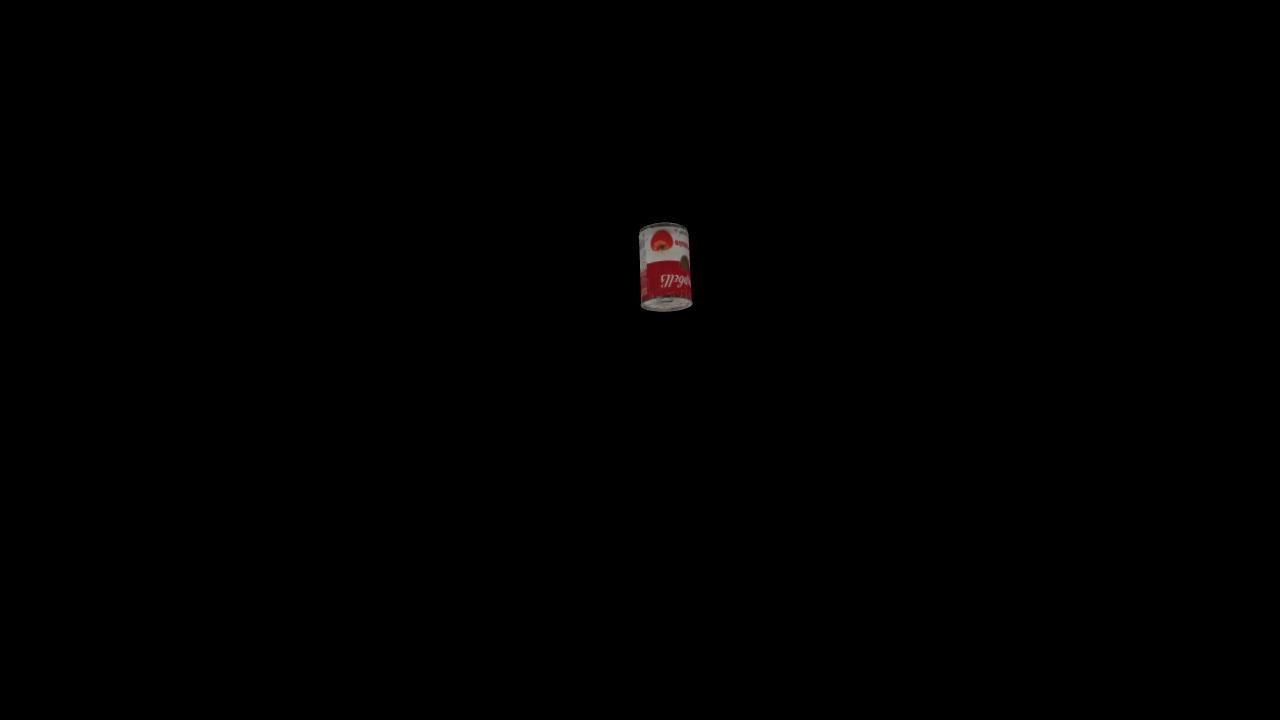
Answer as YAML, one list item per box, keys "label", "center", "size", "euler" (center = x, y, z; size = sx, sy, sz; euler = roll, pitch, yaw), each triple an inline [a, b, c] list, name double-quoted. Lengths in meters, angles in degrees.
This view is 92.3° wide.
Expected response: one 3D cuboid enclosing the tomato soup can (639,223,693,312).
- label: "tomato soup can"
  center: [0.033, -0.120, 0.803]
  size: [0.068, 0.101, 0.068]
  euler: [-2, -11, 0]
